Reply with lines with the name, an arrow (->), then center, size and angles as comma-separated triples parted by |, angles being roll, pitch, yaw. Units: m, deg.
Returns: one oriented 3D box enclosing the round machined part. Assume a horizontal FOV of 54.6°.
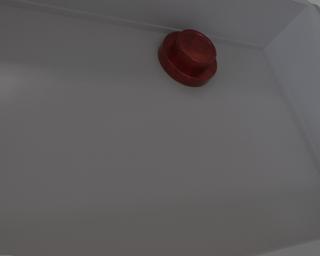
round machined part -> 0.050, -0.117, 0.492 | 0.099, 0.042, 0.098 | 13, 56, -21
